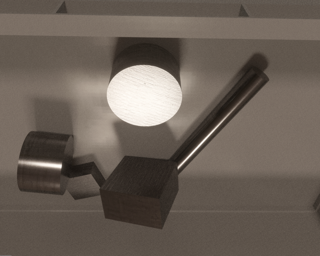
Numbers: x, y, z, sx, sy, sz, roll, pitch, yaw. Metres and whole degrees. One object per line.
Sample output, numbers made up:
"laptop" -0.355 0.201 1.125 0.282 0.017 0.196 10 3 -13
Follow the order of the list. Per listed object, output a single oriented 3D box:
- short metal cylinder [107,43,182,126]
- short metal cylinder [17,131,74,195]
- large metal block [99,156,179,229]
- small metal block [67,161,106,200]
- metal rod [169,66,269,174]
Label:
"short metal cylinder" -0.017 -0.048 0.351 0.081 0.050 0.079 0 130 0
"short metal cylinder" -0.149 0.046 0.410 0.050 0.080 0.079 7 130 -7
"large metal block" -0.025 0.085 0.426 0.080 0.080 0.050 5 119 18
"small metal block" -0.117 0.082 0.477 0.050 0.025 0.050 -13 129 10
"metal rod" 0.039 0.035 0.439 0.025 0.025 0.298 24 126 -20
